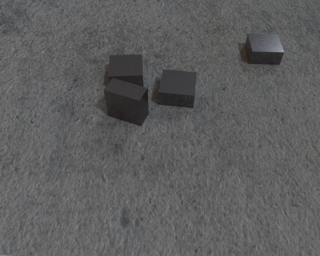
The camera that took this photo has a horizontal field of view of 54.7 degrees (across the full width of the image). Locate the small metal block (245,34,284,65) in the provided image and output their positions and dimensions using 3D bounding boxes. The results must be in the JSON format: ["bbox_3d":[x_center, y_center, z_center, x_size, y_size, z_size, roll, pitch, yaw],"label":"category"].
[{"bbox_3d":[0.173,-0.132,0.516,0.050,0.025,0.050,2,50,1],"label":"small metal block"}]

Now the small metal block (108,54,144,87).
[{"bbox_3d":[-0.052,-0.087,0.476,0.050,0.025,0.050,-3,50,-3],"label":"small metal block"}]

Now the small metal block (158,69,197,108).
[{"bbox_3d":[0.026,-0.058,0.452,0.050,0.025,0.050,6,50,5],"label":"small metal block"}]

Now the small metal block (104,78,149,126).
[{"bbox_3d":[-0.044,-0.034,0.415,0.050,0.050,0.025,18,52,14],"label":"small metal block"}]
